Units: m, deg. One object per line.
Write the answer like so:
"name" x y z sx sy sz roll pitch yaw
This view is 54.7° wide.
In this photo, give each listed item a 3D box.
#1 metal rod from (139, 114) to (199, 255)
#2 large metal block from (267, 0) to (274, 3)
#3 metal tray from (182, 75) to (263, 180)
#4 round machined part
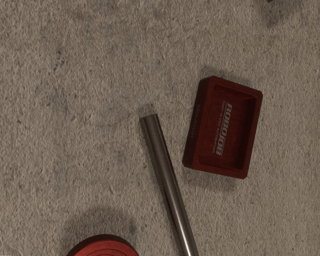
"metal rod" 0.026 0.127 0.420 0.025 0.025 0.298 -19 97 -19
"large metal block" 0.190 -0.251 0.467 0.080 0.050 0.080 -35 102 -17
"metal tray" 0.090 0.001 0.441 0.091 0.030 0.129 14 85 -20
"round machined part" -0.072 0.177 0.374 0.099 0.042 0.097 0 90 -21
